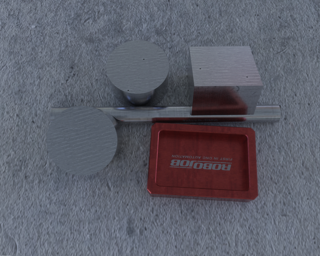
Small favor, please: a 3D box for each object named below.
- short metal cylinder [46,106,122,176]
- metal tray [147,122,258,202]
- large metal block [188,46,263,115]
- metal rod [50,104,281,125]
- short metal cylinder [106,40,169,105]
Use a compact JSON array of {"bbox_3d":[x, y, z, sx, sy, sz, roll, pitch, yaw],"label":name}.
[{"bbox_3d":[-0.089,0.014,0.377,0.081,0.050,0.079,0,91,-1],"label":"short metal cylinder"},{"bbox_3d":[0.052,0.043,0.390,0.131,0.030,0.090,3,70,1],"label":"metal tray"},{"bbox_3d":[0.080,-0.063,0.406,0.081,0.050,0.080,-1,49,-1],"label":"large metal block"},{"bbox_3d":[0.008,-0.018,0.417,0.302,0.025,0.025,-1,70,-1],"label":"metal rod"},{"bbox_3d":[-0.029,-0.071,0.422,0.081,0.050,0.080,0,69,0],"label":"short metal cylinder"}]
